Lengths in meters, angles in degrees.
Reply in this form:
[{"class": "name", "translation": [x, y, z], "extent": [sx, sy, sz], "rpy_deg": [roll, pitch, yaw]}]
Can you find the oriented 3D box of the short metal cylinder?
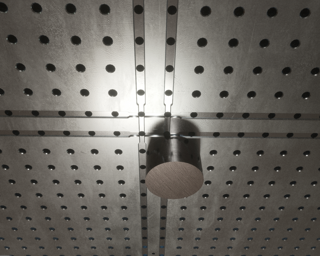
[{"class": "short metal cylinder", "translation": [0.020, 0.057, 0.445], "extent": [0.081, 0.050, 0.079], "rpy_deg": [0, 130, 0]}]
